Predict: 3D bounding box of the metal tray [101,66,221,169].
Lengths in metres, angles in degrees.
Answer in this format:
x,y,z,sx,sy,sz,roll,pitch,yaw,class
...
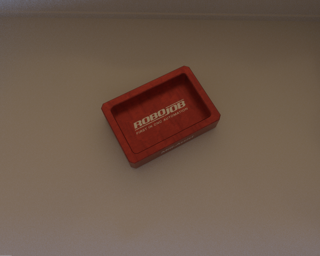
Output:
x,y,z,sx,sy,sz,roll,pitch,yaw,class
0.001,-0.016,0.410,0.131,0.030,0.090,-27,73,-10,metal tray
